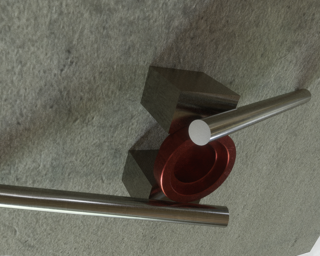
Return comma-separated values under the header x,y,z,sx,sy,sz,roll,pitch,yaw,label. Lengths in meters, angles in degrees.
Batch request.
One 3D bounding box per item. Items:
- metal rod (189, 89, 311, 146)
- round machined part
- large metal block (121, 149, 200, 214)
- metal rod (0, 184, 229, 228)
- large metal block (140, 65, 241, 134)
x,y,z,sx,sy,sz,roll,pitch,yaw,label
0.137,-0.024,0.401,0.302,0.025,0.025,-16,128,-47,metal rod
0.037,0.037,0.365,0.099,0.042,0.097,-14,125,-21,round machined part
0.003,0.071,0.420,0.081,0.080,0.050,1,118,-29,large metal block
-0.070,0.088,0.354,0.302,0.025,0.025,7,117,-7,metal rod
0.033,-0.034,0.371,0.081,0.080,0.050,1,118,-29,large metal block
